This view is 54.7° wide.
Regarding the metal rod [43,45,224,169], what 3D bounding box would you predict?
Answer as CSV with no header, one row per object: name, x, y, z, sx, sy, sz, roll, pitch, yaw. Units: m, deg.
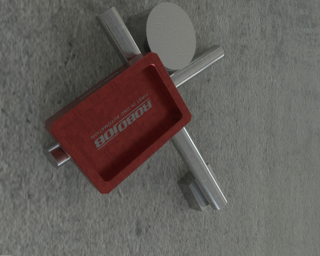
metal rod,-0.011,-0.044,0.399,0.302,0.025,0.025,-37,113,-34

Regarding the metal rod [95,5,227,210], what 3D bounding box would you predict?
metal rod,0.014,-0.007,0.388,0.025,0.025,0.299,-47,118,-30

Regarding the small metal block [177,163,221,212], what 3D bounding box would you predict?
small metal block,0.059,0.086,0.458,0.050,0.025,0.050,-41,115,-32

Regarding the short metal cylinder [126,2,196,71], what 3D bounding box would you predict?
short metal cylinder,-0.001,-0.110,0.390,0.081,0.050,0.079,0,90,-40

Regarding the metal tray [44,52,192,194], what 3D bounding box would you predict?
metal tray,-0.037,-0.007,0.323,0.131,0.030,0.090,-41,115,-20
